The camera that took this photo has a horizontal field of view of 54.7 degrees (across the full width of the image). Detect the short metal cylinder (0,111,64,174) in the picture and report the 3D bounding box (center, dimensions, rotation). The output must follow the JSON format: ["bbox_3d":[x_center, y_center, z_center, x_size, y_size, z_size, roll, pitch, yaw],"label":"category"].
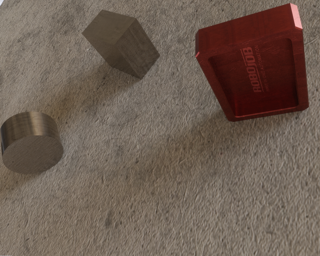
[{"bbox_3d":[-0.188,0.022,0.453,0.080,0.080,0.050,-35,51,5],"label":"short metal cylinder"}]

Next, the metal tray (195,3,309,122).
[{"bbox_3d":[0.099,-0.056,0.319,0.090,0.130,0.030,-10,58,23],"label":"metal tray"}]

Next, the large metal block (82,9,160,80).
[{"bbox_3d":[-0.059,-0.129,0.478,0.080,0.080,0.050,28,78,37],"label":"large metal block"}]
